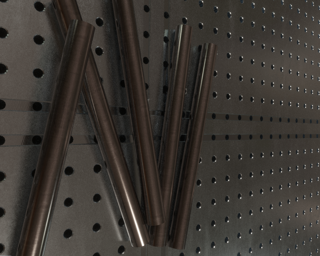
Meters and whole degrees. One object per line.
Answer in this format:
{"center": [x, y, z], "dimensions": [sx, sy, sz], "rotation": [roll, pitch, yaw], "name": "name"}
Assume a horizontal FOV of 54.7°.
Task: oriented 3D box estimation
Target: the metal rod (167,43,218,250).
{"center": [0.049, 0.020, 0.452], "dimensions": [0.025, 0.025, 0.299], "rotation": [18, 79, -39], "name": "metal rod"}

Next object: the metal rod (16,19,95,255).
{"center": [-0.108, 0.042, 0.302], "dimensions": [0.025, 0.025, 0.298], "rotation": [14, 86, -40], "name": "metal rod"}

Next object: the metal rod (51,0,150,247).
{"center": [-0.063, 0.002, 0.357], "dimensions": [0.025, 0.025, 0.298], "rotation": [-26, 106, -37], "name": "metal rod"}

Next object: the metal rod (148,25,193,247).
{"center": [0.015, 0.006, 0.423], "dimensions": [0.025, 0.025, 0.298], "rotation": [13, 82, -40], "name": "metal rod"}

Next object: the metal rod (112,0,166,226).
{"center": [-0.027, -0.030, 0.378], "dimensions": [0.025, 0.025, 0.298], "rotation": [-11, 94, -40], "name": "metal rod"}
